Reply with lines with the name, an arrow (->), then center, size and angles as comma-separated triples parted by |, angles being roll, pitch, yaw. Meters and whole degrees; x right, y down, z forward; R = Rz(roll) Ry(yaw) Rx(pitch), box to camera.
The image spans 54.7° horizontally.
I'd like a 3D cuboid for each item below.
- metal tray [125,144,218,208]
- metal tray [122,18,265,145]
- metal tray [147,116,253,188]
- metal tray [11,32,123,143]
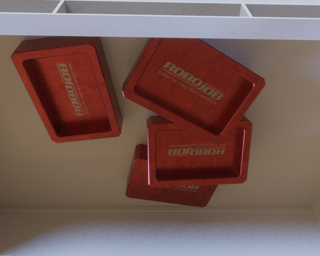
metal tray -> 0.020, 0.075, 0.470 | 0.131, 0.030, 0.089 | 10, 130, -9
metal tray -> 0.036, -0.048, 0.341 | 0.131, 0.030, 0.090 | 27, 108, -15
metal tray -> 0.049, 0.029, 0.406 | 0.131, 0.030, 0.089 | -2, 111, -4
metal tray -> -0.102, -0.042, 0.368 | 0.091, 0.030, 0.129 | -6, 130, 5
